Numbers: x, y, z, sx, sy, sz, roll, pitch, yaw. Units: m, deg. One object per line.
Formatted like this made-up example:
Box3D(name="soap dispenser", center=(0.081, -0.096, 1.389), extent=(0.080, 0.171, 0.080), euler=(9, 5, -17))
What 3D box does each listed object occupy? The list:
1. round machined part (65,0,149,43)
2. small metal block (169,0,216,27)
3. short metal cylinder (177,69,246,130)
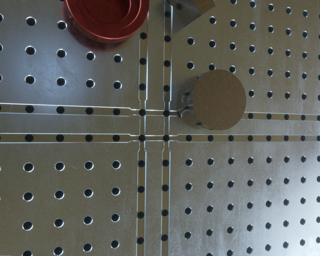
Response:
Box3D(name="round machined part", center=(-0.066, -0.153, 0.379), extent=(0.099, 0.042, 0.097), euler=(0, 90, -21))
Box3D(name="small metal block", center=(0.040, -0.171, 0.415), extent=(0.025, 0.050, 0.050), euler=(-38, 103, -16))
Box3D(name="short metal cylinder", center=(0.070, -0.037, 0.426), extent=(0.081, 0.050, 0.079), euler=(0, 90, -20))
